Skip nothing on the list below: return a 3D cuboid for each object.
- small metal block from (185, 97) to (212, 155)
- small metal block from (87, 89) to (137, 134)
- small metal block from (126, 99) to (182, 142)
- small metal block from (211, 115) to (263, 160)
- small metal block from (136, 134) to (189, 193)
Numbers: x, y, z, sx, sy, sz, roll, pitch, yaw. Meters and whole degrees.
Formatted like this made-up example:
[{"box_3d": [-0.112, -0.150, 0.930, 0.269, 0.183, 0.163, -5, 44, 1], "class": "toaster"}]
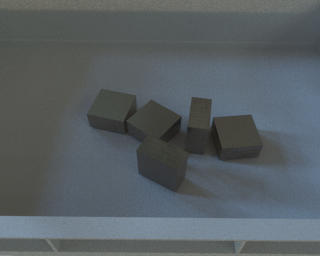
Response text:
[{"box_3d": [0.048, -0.003, 0.390, 0.025, 0.050, 0.050, 8, 51, 5], "class": "small metal block"}, {"box_3d": [-0.064, -0.023, 0.421, 0.050, 0.025, 0.050, 12, 51, 9], "class": "small metal block"}, {"box_3d": [-0.008, -0.004, 0.405, 0.050, 0.025, 0.050, 32, 56, 23], "class": "small metal block"}, {"box_3d": [0.096, 0.011, 0.394, 0.050, 0.025, 0.050, -4, 50, -4], "class": "small metal block"}, {"box_3d": [0.002, 0.041, 0.352, 0.050, 0.050, 0.025, 25, 55, 18], "class": "small metal block"}]
